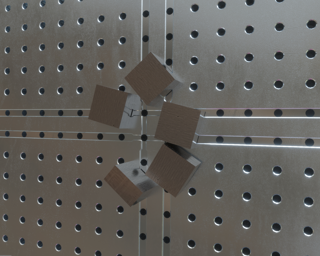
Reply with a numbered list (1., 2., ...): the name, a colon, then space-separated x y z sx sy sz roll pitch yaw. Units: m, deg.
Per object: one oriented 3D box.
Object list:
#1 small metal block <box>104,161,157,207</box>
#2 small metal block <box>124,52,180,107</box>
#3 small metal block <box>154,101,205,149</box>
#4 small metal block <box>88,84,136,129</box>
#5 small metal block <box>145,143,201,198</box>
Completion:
1. small metal block: -0.038 0.073 0.412 0.050 0.050 0.025 42 103 14
2. small metal block: -0.010 -0.064 0.415 0.050 0.025 0.050 -42 77 15
3. small metal block: 0.026 -0.004 0.403 0.050 0.025 0.050 17 95 19
4. small metal block: -0.067 -0.030 0.435 0.050 0.025 0.050 17 95 18
5. small metal block: 0.017 0.053 0.403 0.050 0.025 0.050 35 108 16
